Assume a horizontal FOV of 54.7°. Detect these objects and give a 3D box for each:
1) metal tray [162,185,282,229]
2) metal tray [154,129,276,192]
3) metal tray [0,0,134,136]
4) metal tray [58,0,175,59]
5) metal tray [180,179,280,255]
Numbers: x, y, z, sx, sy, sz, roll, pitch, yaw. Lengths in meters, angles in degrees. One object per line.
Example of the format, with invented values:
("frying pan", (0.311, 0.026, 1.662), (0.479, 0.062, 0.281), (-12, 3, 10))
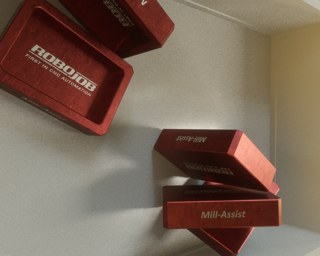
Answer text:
("metal tray", (0.069, 0.093, 0.380), (0.131, 0.090, 0.030), (-1, 91, 0))
("metal tray", (0.065, 0.038, 0.393), (0.090, 0.130, 0.030), (41, 65, -33))
("metal tray", (-0.098, -0.058, 0.320), (0.130, 0.030, 0.090), (34, 69, -35))
("metal tray", (-0.057, -0.132, 0.315), (0.130, 0.090, 0.030), (45, 63, -31))
("metal tray", (0.101, 0.110, 0.448), (0.131, 0.090, 0.030), (-42, 152, -32))
